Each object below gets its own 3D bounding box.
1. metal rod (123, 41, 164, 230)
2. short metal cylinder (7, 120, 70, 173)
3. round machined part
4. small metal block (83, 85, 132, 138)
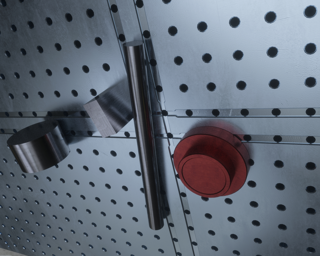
[{"bbox_3d":[-0.019,0.030,0.437,0.025,0.025,0.298,8,122,23],"label":"metal rod"},{"bbox_3d":[-0.190,0.028,0.490,0.080,0.080,0.050,-3,117,29],"label":"short metal cylinder"},{"bbox_3d":[0.062,0.050,0.398,0.098,0.042,0.097,13,124,20],"label":"round machined part"},{"bbox_3d":[-0.067,-0.023,0.414,0.025,0.050,0.050,-17,110,34],"label":"small metal block"}]
